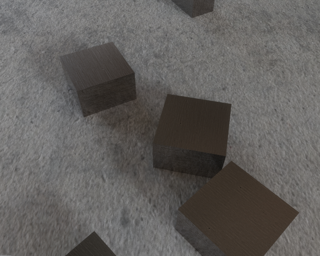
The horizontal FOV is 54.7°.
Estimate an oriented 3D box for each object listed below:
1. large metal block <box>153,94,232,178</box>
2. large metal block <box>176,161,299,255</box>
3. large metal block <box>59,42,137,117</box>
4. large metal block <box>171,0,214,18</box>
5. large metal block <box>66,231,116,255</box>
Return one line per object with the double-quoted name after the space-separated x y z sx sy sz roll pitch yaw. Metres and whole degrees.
0.040 0.009 0.380 0.080 0.050 0.080 10 51 8 "large metal block"
0.074 0.094 0.309 0.080 0.050 0.080 -36 59 -26 "large metal block"
-0.088 -0.072 0.446 0.081 0.050 0.080 -21 54 -18 "large metal block"
0.064 -0.275 0.599 0.050 0.080 0.080 -24 54 -19 "large metal block"
-0.059 0.151 0.259 0.080 0.050 0.080 38 59 27 "large metal block"
